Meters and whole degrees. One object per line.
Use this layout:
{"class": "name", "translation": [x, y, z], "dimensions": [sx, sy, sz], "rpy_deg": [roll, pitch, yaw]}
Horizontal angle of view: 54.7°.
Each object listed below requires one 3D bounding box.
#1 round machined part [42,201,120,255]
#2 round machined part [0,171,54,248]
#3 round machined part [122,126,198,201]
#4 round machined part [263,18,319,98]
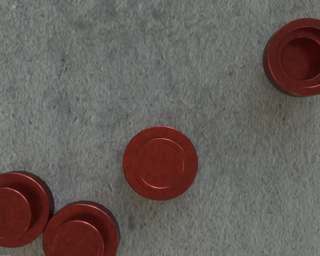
{"class": "round machined part", "translation": [-0.103, 0.147, 0.400], "dimensions": [0.099, 0.042, 0.097], "rpy_deg": [0, 90, -1]}
{"class": "round machined part", "translation": [-0.192, 0.107, 0.399], "dimensions": [0.099, 0.042, 0.097], "rpy_deg": [0, 90, -1]}
{"class": "round machined part", "translation": [0.000, 0.046, 0.402], "dimensions": [0.099, 0.042, 0.097], "rpy_deg": [0, 90, -1]}
{"class": "round machined part", "translation": [0.183, -0.088, 0.404], "dimensions": [0.099, 0.042, 0.097], "rpy_deg": [0, 90, -1]}
